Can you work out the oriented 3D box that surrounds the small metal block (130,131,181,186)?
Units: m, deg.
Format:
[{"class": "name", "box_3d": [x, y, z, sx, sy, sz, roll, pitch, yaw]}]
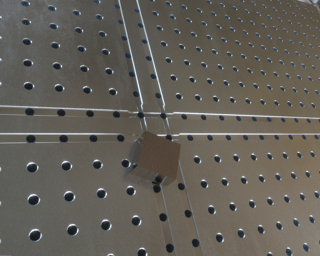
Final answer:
[{"class": "small metal block", "box_3d": [-0.005, 0.038, 0.384, 0.050, 0.025, 0.050, 22, 53, -16]}]
